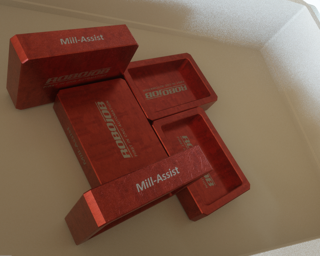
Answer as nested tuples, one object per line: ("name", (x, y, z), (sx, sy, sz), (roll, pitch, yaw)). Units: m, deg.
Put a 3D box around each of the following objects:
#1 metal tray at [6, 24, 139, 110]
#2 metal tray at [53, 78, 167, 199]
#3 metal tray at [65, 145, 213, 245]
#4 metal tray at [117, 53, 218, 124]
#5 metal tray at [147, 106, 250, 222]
("metal tray", (-0.098, -0.069, 0.350), (0.131, 0.090, 0.030), (-20, 73, -36))
("metal tray", (-0.057, 0.008, 0.365), (0.091, 0.030, 0.130), (-19, 72, -36))
("metal tray", (-0.020, 0.066, 0.310), (0.131, 0.090, 0.030), (-19, 72, -35))
("metal tray", (0.010, -0.056, 0.441), (0.131, 0.030, 0.090), (-19, 72, -35))
("metal tray", (0.048, 0.041, 0.402), (0.091, 0.030, 0.130), (-19, 72, -36))
